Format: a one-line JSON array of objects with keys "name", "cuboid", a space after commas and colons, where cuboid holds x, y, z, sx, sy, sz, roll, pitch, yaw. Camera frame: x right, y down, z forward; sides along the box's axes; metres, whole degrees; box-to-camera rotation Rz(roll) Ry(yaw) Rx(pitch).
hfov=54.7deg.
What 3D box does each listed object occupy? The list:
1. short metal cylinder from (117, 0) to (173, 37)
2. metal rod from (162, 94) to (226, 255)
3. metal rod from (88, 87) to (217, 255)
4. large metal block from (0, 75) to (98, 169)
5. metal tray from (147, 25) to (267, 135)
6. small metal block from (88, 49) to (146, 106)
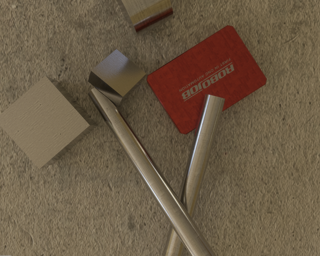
[{"name": "short metal cylinder", "cuboid": [-0.025, -0.161, 0.382, 0.050, 0.080, 0.080, -28, 90, 0]}, {"name": "metal rod", "cuboid": [0.031, 0.105, 0.393, 0.025, 0.025, 0.298, 14, 97, -1]}, {"name": "metal rod", "cuboid": [-0.001, 0.072, 0.378, 0.025, 0.025, 0.299, -34, 78, 0]}, {"name": "large metal block", "cuboid": [-0.141, -0.007, 0.396, 0.080, 0.050, 0.080, -41, 91, 0]}, {"name": "metal tray", "cuboid": [0.060, -0.062, 0.408, 0.130, 0.030, 0.090, -33, 90, -1]}, {"name": "small metal block", "cuboid": [-0.055, -0.065, 0.398, 0.050, 0.025, 0.050, 40, 58, 0]}]
